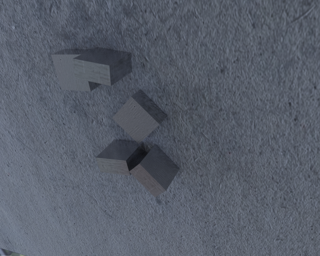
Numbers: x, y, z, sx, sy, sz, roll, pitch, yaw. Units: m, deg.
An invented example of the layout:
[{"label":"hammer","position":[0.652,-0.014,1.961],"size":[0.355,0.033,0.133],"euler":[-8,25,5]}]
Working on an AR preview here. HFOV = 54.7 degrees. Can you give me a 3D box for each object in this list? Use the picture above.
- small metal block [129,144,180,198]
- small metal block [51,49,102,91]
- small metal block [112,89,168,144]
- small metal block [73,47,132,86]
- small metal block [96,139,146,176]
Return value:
[{"label":"small metal block","position":[-0.006,0.058,0.430],"size":[0.050,0.050,0.025],"euler":[46,129,-4]},{"label":"small metal block","position":[-0.112,-0.078,0.418],"size":[0.050,0.025,0.050],"euler":[6,121,25]},{"label":"small metal block","position":[-0.027,-0.015,0.412],"size":[0.050,0.025,0.050],"euler":[45,129,-3]},{"label":"small metal block","position":[-0.069,-0.077,0.380],"size":[0.050,0.050,0.025],"euler":[14,124,20]},{"label":"small metal block","position":[-0.054,0.041,0.445],"size":[0.050,0.050,0.025],"euler":[3,120,27]}]
